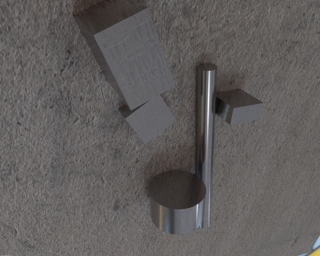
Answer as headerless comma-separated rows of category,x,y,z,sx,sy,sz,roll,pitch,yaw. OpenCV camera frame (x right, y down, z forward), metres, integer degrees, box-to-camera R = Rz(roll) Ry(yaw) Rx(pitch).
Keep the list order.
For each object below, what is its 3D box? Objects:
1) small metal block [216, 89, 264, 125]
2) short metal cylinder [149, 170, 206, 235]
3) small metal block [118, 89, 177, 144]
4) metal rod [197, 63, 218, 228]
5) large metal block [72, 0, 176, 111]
small metal block,0.106,-0.031,0.432,0.050,0.050,0.025,-10,123,-23
short metal cylinder,0.025,0.107,0.453,0.081,0.080,0.050,-14,125,-21
small metal block,-0.015,-0.016,0.390,0.050,0.025,0.050,-38,130,-3
metal rod,0.069,0.047,0.475,0.025,0.025,0.298,-17,126,-19
large metal block,-0.036,-0.077,0.305,0.050,0.080,0.080,-31,129,-9
